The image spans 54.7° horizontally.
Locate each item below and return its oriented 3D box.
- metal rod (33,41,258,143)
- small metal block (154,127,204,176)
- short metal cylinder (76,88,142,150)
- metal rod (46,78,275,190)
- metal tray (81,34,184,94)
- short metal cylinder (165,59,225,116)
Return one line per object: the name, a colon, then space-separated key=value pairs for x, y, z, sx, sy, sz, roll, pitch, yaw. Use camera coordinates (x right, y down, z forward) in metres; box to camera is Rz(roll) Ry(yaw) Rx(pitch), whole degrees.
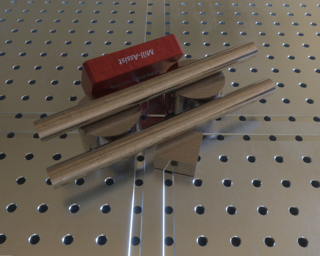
metal rod: x=-0.002 y=-0.053 z=0.385 sx=0.302 sy=0.025 sz=0.025 roll=-24 pitch=54 yaw=-19
small metal block: x=0.024 y=0.027 z=0.384 sx=0.050 sy=0.025 sz=0.050 roll=12 pitch=51 yaw=9
short metal cylinder: x=-0.063 y=-0.005 z=0.395 sx=0.081 sy=0.050 sz=0.080 roll=0 pitch=50 yaw=0
metal rod: x=0.016 y=-0.002 z=0.375 sx=0.302 sy=0.025 sz=0.025 roll=-23 pitch=54 yaw=-19
metal tray: x=-0.041 y=-0.081 z=0.431 sx=0.131 sy=0.090 sz=0.030 roll=-23 pitch=86 yaw=-19
short metal cylinder: x=0.047 y=-0.052 z=0.436 sx=0.081 sy=0.050 sz=0.080 roll=0 pitch=50 yaw=0
